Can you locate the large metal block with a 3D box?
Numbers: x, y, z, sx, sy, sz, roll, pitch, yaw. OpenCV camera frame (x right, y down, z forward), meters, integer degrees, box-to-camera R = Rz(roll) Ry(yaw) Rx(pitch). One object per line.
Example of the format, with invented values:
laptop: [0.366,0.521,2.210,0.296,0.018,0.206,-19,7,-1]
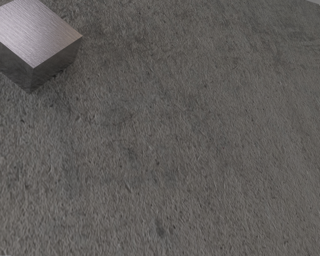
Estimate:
large metal block: [-0.154,-0.100,0.366,0.080,0.050,0.080,39,51,-2]
